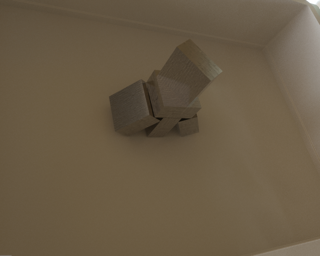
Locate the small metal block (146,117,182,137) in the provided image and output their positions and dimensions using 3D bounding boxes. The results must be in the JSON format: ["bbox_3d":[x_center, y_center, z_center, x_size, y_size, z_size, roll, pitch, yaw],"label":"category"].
[{"bbox_3d":[-0.001,-0.022,0.400,0.025,0.050,0.050,1,61,-28],"label":"small metal block"}]

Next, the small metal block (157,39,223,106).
[{"bbox_3d":[0.032,-0.061,0.344,0.050,0.050,0.025,46,52,4],"label":"small metal block"}]

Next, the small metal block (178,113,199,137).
[{"bbox_3d":[0.033,-0.023,0.416,0.025,0.050,0.050,-15,65,3],"label":"small metal block"}]

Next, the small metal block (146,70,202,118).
[{"bbox_3d":[0.016,-0.040,0.371,0.050,0.025,0.050,1,61,-28],"label":"small metal block"}]

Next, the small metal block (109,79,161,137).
[{"bbox_3d":[-0.032,-0.024,0.381,0.025,0.050,0.050,28,42,-55],"label":"small metal block"}]
